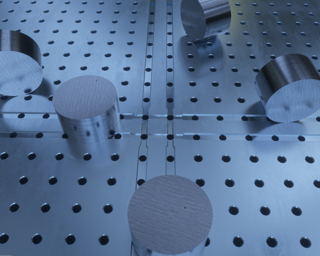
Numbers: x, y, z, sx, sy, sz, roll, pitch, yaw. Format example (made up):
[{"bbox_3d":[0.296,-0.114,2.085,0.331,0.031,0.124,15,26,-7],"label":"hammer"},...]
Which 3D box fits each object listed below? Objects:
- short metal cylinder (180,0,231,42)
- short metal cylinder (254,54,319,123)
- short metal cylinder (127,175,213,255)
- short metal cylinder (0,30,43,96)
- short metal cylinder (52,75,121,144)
[{"bbox_3d":[0.078,-0.195,0.536,0.050,0.080,0.080,-23,54,-18],"label":"short metal cylinder"},{"bbox_3d":[0.175,-0.052,0.417,0.081,0.080,0.050,-4,50,-3],"label":"short metal cylinder"},{"bbox_3d":[0.010,0.095,0.312,0.081,0.050,0.080,0,50,0],"label":"short metal cylinder"},{"bbox_3d":[-0.214,-0.093,0.448,0.081,0.080,0.050,-13,51,-11],"label":"short metal cylinder"},{"bbox_3d":[-0.095,-0.025,0.412,0.081,0.050,0.080,0,50,0],"label":"short metal cylinder"}]
